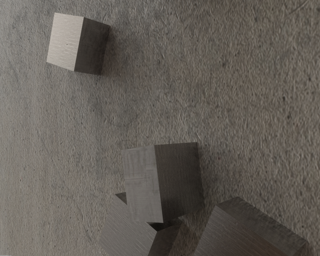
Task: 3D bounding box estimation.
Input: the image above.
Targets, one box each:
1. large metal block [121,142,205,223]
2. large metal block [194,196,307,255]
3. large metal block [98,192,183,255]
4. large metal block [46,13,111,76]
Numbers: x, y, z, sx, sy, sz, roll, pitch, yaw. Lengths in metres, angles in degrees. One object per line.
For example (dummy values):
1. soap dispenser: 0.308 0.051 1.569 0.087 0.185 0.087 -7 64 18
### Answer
1. large metal block: 0.006 0.061 0.365 0.050 0.081 0.080 -11 83 39
2. large metal block: 0.087 0.130 0.317 0.080 0.050 0.079 31 109 35
3. large metal block: -0.028 0.139 0.412 0.080 0.050 0.079 31 109 35
4. large metal block: -0.132 -0.135 0.498 0.080 0.050 0.079 23 104 37
